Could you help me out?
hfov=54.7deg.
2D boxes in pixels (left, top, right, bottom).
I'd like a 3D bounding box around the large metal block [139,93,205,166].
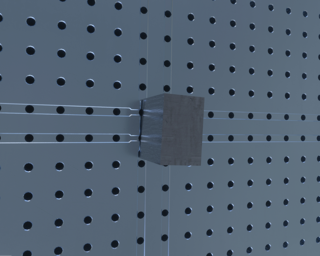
[{"bbox_3d":[0.012,0.002,0.388,0.050,0.080,0.079,4,89,-20],"label":"large metal block"}]
